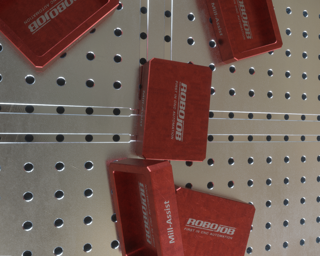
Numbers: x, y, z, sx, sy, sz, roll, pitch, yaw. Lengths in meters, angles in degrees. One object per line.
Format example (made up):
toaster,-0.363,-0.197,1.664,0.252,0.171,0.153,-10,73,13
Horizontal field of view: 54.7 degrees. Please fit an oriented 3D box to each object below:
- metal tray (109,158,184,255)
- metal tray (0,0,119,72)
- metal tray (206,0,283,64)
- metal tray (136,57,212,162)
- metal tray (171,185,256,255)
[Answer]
metal tray,-0.018,0.104,0.370,0.030,0.090,0.129,-10,94,-38
metal tray,-0.125,-0.141,0.363,0.130,0.030,0.090,-46,105,-15
metal tray,0.122,-0.169,0.456,0.091,0.030,0.129,-19,97,-19
metal tray,0.020,-0.022,0.418,0.091,0.030,0.129,5,88,-20
metal tray,0.064,0.137,0.435,0.131,0.030,0.090,18,84,-20
